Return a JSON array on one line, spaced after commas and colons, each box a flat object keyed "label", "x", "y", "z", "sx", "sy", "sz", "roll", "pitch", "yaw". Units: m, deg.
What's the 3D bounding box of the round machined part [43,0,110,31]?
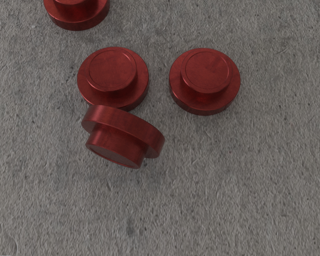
[{"label": "round machined part", "x": -0.129, "y": -0.201, "z": 0.472, "sx": 0.099, "sy": 0.042, "sz": 0.098, "roll": 0, "pitch": 70, "yaw": 0}]

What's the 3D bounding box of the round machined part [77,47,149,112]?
[{"label": "round machined part", "x": -0.065, "y": -0.071, "z": 0.424, "sx": 0.099, "sy": 0.042, "sz": 0.098, "roll": 0, "pitch": 70, "yaw": 0}]

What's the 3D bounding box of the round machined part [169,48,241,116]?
[{"label": "round machined part", "x": 0.062, "y": -0.069, "z": 0.425, "sx": 0.099, "sy": 0.042, "sz": 0.098, "roll": 0, "pitch": 70, "yaw": 0}]

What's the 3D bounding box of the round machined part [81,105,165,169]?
[{"label": "round machined part", "x": -0.047, "y": 0.016, "z": 0.363, "sx": 0.098, "sy": 0.098, "sz": 0.042, "roll": 20, "pitch": 72, "yaw": 7}]
